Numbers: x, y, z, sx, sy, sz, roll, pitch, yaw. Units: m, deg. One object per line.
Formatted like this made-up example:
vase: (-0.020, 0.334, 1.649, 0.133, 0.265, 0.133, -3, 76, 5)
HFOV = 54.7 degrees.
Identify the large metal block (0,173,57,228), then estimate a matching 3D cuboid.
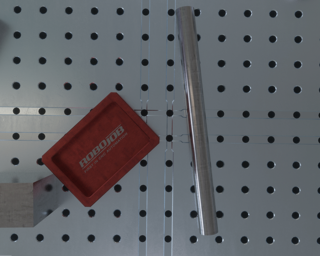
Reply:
large metal block: (-0.181, 0.086, 0.384, 0.081, 0.080, 0.050, 0, 90, 0)

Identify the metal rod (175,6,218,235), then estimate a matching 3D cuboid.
metal rod: (0.049, -0.009, 0.413, 0.025, 0.025, 0.298, -6, 90, 0)

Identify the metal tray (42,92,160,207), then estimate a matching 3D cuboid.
metal tray: (-0.076, 0.028, 0.410, 0.130, 0.030, 0.090, -43, 90, 0)
